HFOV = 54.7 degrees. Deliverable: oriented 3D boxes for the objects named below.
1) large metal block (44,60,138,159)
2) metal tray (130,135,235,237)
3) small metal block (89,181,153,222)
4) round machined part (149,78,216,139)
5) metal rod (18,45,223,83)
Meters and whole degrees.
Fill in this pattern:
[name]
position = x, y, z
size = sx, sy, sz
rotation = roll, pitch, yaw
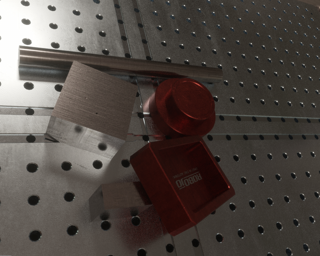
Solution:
[large metal block]
position = -0.078, -0.020, 0.363
size = 0.080, 0.050, 0.080
rotation = 20, 54, -17
[metal tray]
position = 0.032, 0.057, 0.354
size = 0.131, 0.030, 0.090
rotation = -5, 61, -59
[small metal block]
position = -0.042, 0.077, 0.324
size = 0.050, 0.050, 0.025
rotation = 1, 62, -28
[round machined part]
position = 0.038, -0.032, 0.439
size = 0.099, 0.042, 0.098
rotation = 14, 56, -21
[metal rod]
position = -0.036, -0.087, 0.442
size = 0.303, 0.025, 0.025
rotation = 0, 62, -29
